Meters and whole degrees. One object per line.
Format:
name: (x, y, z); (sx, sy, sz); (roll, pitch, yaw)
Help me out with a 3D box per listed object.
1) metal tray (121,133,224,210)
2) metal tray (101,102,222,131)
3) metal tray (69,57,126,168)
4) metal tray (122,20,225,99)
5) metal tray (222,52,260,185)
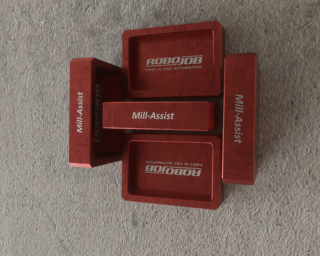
metal tray: (0.016, 0.053, 0.403); (0.130, 0.030, 0.089); (1, 89, 19)
metal tray: (0.007, -0.014, 0.374); (0.130, 0.090, 0.030); (1, 92, 20)
metal tray: (-0.078, -0.019, 0.403); (0.030, 0.090, 0.129); (1, 91, 20)
metal tray: (0.016, -0.084, 0.402); (0.130, 0.030, 0.089); (0, 93, 19)
metal tray: (0.092, -0.009, 0.343); (0.030, 0.090, 0.129); (1, 90, 20)
